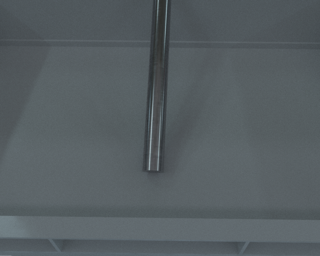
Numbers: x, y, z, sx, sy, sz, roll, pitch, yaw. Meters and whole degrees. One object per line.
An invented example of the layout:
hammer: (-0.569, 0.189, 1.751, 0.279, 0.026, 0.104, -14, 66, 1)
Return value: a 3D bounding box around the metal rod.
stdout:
metal rod: (-0.001, -0.093, 0.404, 0.025, 0.025, 0.299, 2, 75, 2)
